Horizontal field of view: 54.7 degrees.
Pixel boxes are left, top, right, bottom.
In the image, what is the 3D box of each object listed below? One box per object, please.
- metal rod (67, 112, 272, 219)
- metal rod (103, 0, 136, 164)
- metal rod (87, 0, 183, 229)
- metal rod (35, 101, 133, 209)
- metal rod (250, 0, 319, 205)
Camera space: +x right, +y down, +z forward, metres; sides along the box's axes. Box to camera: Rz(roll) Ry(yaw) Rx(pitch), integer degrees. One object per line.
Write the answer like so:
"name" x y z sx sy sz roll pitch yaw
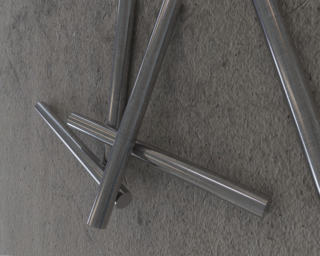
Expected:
"metal rod" -0.011 0.034 0.393 0.300 0.025 0.025 21 104 31
"metal rod" -0.063 -0.042 0.456 0.025 0.025 0.298 11 97 39
"metal rod" -0.030 -0.023 0.386 0.025 0.025 0.299 17 87 39
"metal rod" -0.136 0.027 0.495 0.300 0.025 0.025 36 112 41
"metal rod" 0.134 -0.020 0.293 0.025 0.025 0.299 -23 76 38
